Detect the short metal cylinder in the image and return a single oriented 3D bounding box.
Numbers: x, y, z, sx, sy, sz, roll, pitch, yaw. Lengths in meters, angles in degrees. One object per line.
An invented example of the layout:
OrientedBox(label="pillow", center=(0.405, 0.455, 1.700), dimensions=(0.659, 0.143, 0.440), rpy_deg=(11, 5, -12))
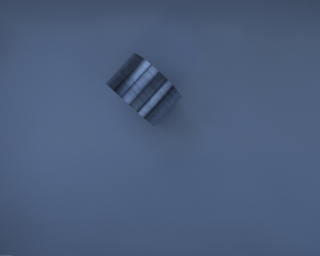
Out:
OrientedBox(label="short metal cylinder", center=(-0.020, -0.046, 0.384), dimensions=(0.080, 0.080, 0.050), rpy_deg=(42, 90, -1))
